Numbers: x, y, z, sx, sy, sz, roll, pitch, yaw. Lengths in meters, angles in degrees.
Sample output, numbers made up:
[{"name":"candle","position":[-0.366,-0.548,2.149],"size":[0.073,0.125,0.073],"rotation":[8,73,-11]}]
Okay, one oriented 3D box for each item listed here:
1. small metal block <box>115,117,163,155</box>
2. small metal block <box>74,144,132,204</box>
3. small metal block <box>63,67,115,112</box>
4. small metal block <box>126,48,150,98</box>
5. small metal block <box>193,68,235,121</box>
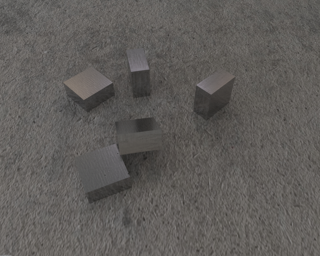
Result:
[{"name":"small metal block","position":[-0.027,0.008,0.380],"size":[0.050,0.025,0.050],"rotation":[-7,20,-10]},{"name":"small metal block","position":[-0.066,0.052,0.359],"size":[0.050,0.025,0.050],"rotation":[-19,53,-15]},{"name":"small metal block","position":[-0.103,-0.057,0.450],"size":[0.050,0.025,0.050],"rotation":[-37,59,-27]},{"name":"small metal block","position":[-0.032,-0.081,0.454],"size":[0.025,0.050,0.050],"rotation":[-9,51,-8]},{"name":"small metal block","position":[0.074,-0.046,0.426],"size":[0.050,0.050,0.025],"rotation":[-37,59,-27]}]
